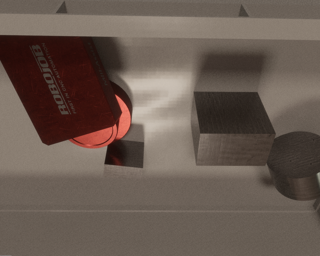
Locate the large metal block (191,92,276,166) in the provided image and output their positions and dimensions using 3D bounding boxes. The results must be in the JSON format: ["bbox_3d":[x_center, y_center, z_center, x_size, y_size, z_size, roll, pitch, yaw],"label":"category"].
[{"bbox_3d":[0.082,-0.001,0.374,0.081,0.080,0.050,0,130,-1],"label":"large metal block"}]

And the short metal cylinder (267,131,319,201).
[{"bbox_3d":[0.189,0.051,0.419,0.080,0.080,0.050,-19,128,15],"label":"short metal cylinder"}]

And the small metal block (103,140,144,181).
[{"bbox_3d":[-0.049,0.043,0.429,0.050,0.050,0.025,7,130,-7],"label":"small metal block"}]

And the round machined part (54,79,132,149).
[{"bbox_3d":[-0.085,-0.012,0.386,0.099,0.042,0.097,-1,130,0],"label":"round machined part"}]

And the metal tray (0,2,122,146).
[{"bbox_3d":[-0.107,-0.054,0.330,0.090,0.030,0.129,-16,108,13],"label":"metal tray"}]
